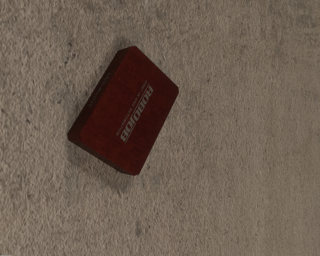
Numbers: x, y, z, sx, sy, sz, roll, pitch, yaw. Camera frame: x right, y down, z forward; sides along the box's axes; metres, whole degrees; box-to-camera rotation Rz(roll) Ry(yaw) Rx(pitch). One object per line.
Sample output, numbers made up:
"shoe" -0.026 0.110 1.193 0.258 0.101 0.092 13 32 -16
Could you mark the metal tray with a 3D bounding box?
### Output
"metal tray" -0.038 -0.020 0.371 0.090 0.030 0.130 40 66 -33
